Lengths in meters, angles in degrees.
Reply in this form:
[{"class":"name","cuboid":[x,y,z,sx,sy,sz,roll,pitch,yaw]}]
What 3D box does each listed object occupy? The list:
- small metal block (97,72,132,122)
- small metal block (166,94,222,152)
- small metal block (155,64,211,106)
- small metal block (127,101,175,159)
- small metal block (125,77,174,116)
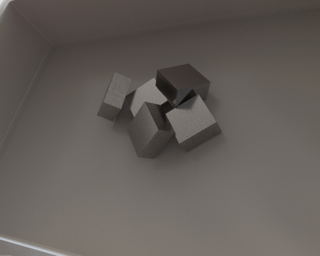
[{"class":"small metal block","cuboid":[-0.067,-0.044,0.446,0.050,0.025,0.050,138,151,-61]},{"class":"small metal block","cuboid":[0.041,-0.006,0.385,0.050,0.025,0.050,-31,52,7]},{"class":"small metal block","cuboid":[0.029,-0.058,0.408,0.050,0.025,0.050,-17,46,-26]},{"class":"small metal block","cuboid":[-0.013,0.003,0.392,0.050,0.025,0.050,-54,44,31]},{"class":"small metal block","cuboid":[-0.015,-0.034,0.431,0.050,0.025,0.050,-33,52,6]}]
